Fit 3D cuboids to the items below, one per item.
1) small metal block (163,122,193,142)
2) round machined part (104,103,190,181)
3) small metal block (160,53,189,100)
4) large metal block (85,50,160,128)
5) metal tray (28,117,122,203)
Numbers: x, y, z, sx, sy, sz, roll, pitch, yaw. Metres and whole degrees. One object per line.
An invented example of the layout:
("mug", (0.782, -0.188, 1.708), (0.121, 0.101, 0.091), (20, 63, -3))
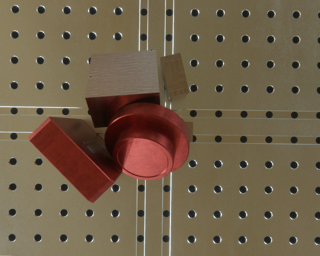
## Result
("small metal block", (0.015, 0.004, 0.401), (0.050, 0.050, 0.025), (1, 90, -1))
("round machined part", (-0.016, 0.022, 0.354), (0.099, 0.042, 0.097), (5, 131, 7))
("small metal block", (0.018, -0.065, 0.401), (0.025, 0.050, 0.050), (-13, 90, 0))
("large metal block", (-0.042, -0.049, 0.380), (0.081, 0.050, 0.080), (-4, 49, -1))
("metal tray", (-0.086, 0.030, 0.360), (0.030, 0.130, 0.090), (-44, 90, 0))
